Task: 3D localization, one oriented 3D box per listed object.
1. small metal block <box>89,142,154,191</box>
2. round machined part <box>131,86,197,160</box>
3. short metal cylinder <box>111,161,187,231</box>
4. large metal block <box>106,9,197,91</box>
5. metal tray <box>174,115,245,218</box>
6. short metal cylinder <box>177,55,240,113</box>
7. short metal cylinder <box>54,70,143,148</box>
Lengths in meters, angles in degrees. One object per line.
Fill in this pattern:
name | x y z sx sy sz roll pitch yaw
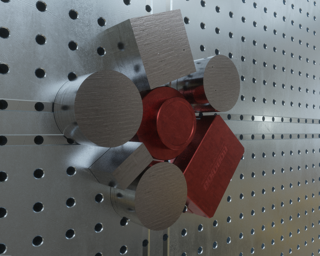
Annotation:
small metal block | -0.044 0.041 0.354 0.050 0.050 0.025 -45 117 -31
round machined part | 0.009 -0.006 0.405 0.099 0.042 0.097 0 90 -40
short metal cylinder | -0.013 0.079 0.381 0.081 0.050 0.080 0 90 -40
large metal block | -0.009 -0.095 0.385 0.081 0.050 0.080 -27 107 -37
metal tray | 0.071 0.055 0.464 0.090 0.030 0.130 48 61 -29
short metal cylinder | 0.072 -0.062 0.452 0.081 0.050 0.080 0 90 -40
short metal cylinder | -0.066 -0.020 0.336 0.081 0.050 0.080 0 90 -40
